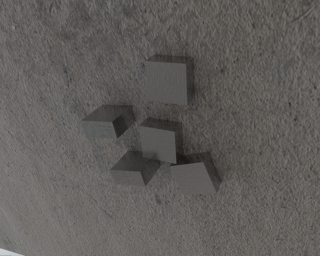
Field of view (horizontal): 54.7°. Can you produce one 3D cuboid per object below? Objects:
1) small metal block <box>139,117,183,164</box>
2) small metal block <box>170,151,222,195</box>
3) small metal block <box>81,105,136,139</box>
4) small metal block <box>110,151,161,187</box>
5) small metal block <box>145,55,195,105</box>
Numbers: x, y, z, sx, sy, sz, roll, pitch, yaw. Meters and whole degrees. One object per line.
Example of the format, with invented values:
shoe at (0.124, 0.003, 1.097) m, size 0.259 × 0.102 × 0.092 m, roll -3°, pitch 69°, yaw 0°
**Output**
small metal block at (0.002, 0.016, 0.416) m, size 0.050 × 0.025 × 0.050 m, roll 9°, pitch 123°, yaw 23°
small metal block at (0.049, 0.062, 0.420) m, size 0.050 × 0.025 × 0.050 m, roll -12°, pitch 112°, yaw 33°
small metal block at (-0.069, -0.010, 0.421) m, size 0.050 × 0.050 × 0.025 m, roll 3°, pitch 120°, yaw 27°
small metal block at (-0.034, 0.057, 0.444) m, size 0.050 × 0.050 × 0.025 m, roll -1°, pitch 118°, yaw 29°
small metal block at (0.012, -0.057, 0.365) m, size 0.050 × 0.025 × 0.050 m, roll 9°, pitch 123°, yaw 23°
